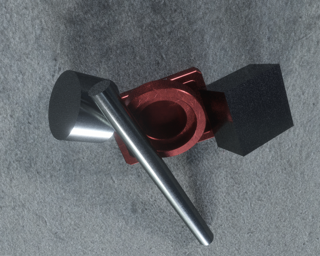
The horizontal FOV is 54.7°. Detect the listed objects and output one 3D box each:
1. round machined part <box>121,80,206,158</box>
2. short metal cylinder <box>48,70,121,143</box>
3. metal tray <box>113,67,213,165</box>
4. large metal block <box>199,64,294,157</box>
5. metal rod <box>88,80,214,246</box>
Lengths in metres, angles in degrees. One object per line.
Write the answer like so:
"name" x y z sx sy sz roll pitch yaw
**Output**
"round machined part" 0.003 -0.014 0.371 0.099 0.042 0.097 -3 126 -4
"short metal cylinder" -0.090 -0.023 0.365 0.050 0.080 0.079 8 115 -42
"metal tray" 0.002 -0.015 0.403 0.131 0.030 0.090 -19 109 6
"large metal block" 0.104 -0.024 0.372 0.081 0.050 0.080 -28 110 -18
"metal rod" 0.005 0.065 0.388 0.025 0.025 0.299 -26 126 9
